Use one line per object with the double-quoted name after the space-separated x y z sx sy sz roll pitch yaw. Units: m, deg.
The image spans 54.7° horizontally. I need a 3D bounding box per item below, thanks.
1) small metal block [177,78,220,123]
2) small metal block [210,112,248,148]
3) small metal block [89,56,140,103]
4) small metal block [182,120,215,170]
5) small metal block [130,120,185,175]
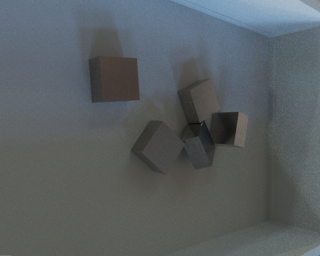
0.058 -0.040 0.458 0.050 0.025 0.050 -32 110 -36 "small metal block"
0.106 0.003 0.482 0.025 0.050 0.050 17 79 -39 "small metal block"
-0.053 -0.056 0.364 0.050 0.025 0.050 -7 95 -40 "small metal block"
0.057 0.023 0.443 0.050 0.025 0.050 64 26 -21 "small metal block"
-0.002 0.025 0.405 0.050 0.025 0.050 46 66 -30 "small metal block"
